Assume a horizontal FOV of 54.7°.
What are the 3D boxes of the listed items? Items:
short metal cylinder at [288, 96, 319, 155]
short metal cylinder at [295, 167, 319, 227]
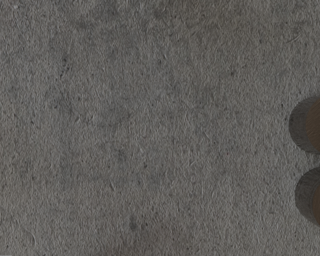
[{"bbox_3d":[0.216,-0.004,0.399,0.081,0.050,0.080,0,90,0],"label":"short metal cylinder"},{"bbox_3d":[0.224,0.093,0.399,0.081,0.050,0.080,0,90,0],"label":"short metal cylinder"}]
